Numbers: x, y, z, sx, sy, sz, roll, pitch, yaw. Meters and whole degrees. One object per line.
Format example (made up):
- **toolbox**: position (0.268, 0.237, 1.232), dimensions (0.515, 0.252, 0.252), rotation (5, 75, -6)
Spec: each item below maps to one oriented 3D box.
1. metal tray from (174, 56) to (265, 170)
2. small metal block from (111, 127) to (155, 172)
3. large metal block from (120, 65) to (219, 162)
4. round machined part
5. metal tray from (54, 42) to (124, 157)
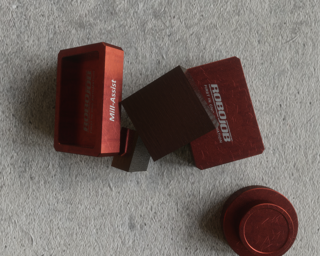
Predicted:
- **metal tray**: position (0.074, -0.019, 0.409), dimensions (0.091, 0.030, 0.129), rotation (-15, 90, -1)
- **small metal block**: position (-0.032, 0.028, 0.394), dimensions (0.025, 0.050, 0.050), rotation (16, 90, 23)
- **large metal block**: position (0.014, -0.017, 0.370), dimensions (0.080, 0.050, 0.080), rotation (-30, 86, 15)
- **round machined part**: position (0.132, 0.127, 0.403), dimensions (0.099, 0.042, 0.097), rotation (0, 90, -1)
- **metal tray**: position (-0.089, -0.033, 0.381), dimensions (0.090, 0.030, 0.129), rotation (3, 90, 38)
